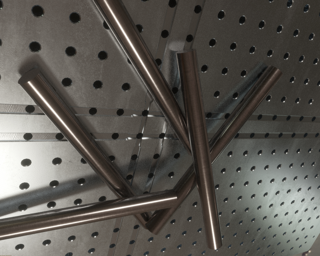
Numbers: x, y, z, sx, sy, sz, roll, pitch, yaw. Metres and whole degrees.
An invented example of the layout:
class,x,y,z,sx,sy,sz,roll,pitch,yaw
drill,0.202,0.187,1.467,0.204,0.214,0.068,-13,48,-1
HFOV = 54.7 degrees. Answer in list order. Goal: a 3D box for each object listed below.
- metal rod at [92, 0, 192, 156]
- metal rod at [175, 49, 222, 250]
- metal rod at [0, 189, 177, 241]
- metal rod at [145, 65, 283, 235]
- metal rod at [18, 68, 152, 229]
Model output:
class,x,y,z,sx,sy,sz,roll,pitch,yaw
metal rod,-0.012,-0.065,0.366,0.025,0.025,0.299,-37,130,-4
metal rod,0.058,0.043,0.427,0.025,0.025,0.298,-18,112,-18
metal rod,-0.123,0.115,0.394,0.303,0.025,0.025,-6,122,-18
metal rod,0.078,0.034,0.460,0.025,0.025,0.299,36,93,-39
metal rod,-0.074,0.050,0.402,0.025,0.025,0.299,-34,129,-6
